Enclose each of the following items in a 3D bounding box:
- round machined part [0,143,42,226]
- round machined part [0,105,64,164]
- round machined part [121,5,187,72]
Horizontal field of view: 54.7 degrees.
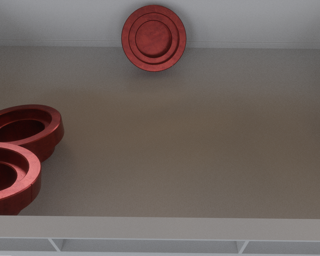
[{"bbox_3d":[-0.160,0.054,0.280,0.099,0.042,0.098,9,24,-4],"label":"round machined part"},{"bbox_3d":[-0.165,0.013,0.370,0.099,0.042,0.098,-1,32,1],"label":"round machined part"},{"bbox_3d":[-0.010,-0.139,0.487,0.099,0.097,0.042,-4,16,-4],"label":"round machined part"}]
